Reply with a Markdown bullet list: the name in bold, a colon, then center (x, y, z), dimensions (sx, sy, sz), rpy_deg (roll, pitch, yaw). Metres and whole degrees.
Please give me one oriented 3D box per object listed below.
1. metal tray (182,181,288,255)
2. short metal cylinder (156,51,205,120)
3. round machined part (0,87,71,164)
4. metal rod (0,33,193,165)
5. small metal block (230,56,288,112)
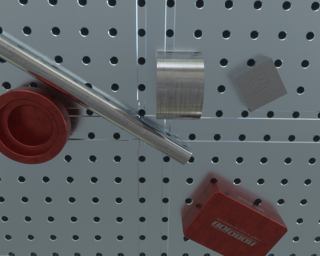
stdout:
- **metal tray**: center (0.111, 0.148, 0.467), dimensions (0.131, 0.030, 0.090), rpy_deg (29, 107, -11)
- **short metal cylinder**: center (0.021, -0.050, 0.366), dimensions (0.050, 0.080, 0.079), rpy_deg (1, 110, -1)
- **round machined part**: center (-0.164, -0.006, 0.400), dimensions (0.099, 0.042, 0.097), rpy_deg (0, 110, -1)
- **metal rod**: center (-0.088, -0.036, 0.398), dimensions (0.301, 0.025, 0.025), rpy_deg (31, 107, -12)
- **small metal block**: center (0.125, -0.056, 0.395), dimensions (0.050, 0.025, 0.050), rpy_deg (-29, 108, 9)
